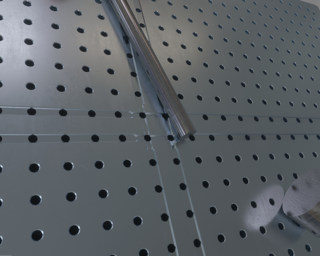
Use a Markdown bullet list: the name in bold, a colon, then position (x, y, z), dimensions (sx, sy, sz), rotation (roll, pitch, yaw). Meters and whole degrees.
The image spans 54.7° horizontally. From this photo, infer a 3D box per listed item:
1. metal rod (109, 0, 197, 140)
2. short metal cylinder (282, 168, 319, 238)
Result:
- **metal rod**: position (-0.025, -0.118, 0.466), dimensions (0.025, 0.025, 0.299), rotation (-14, 69, -34)
- **short metal cylinder**: position (0.219, 0.103, 0.428), dimensions (0.050, 0.080, 0.080), rotation (38, 51, -3)
